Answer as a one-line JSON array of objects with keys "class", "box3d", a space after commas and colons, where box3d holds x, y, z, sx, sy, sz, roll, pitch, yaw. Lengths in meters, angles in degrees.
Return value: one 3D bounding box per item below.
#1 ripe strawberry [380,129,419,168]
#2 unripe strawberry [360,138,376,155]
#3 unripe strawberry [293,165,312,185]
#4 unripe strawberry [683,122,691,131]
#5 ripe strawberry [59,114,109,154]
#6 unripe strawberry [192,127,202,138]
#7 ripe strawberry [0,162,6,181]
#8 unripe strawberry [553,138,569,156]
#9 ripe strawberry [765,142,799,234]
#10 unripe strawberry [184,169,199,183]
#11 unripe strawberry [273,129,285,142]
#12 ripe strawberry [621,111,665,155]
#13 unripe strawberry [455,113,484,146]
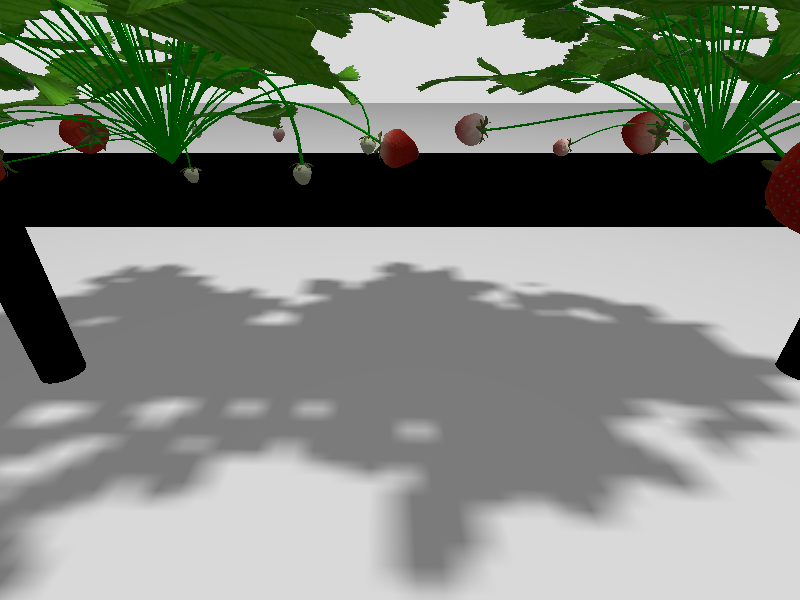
[{"class": "ripe strawberry", "box3d": [0.000, -0.117, 0.311, 0.030, 0.029, 0.027, 11, 28, 1]}, {"class": "unripe strawberry", "box3d": [-0.031, -0.148, 0.385, 0.015, 0.015, 0.014, -10, 29, -18]}, {"class": "unripe strawberry", "box3d": [-0.054, -0.070, 0.223, 0.010, 0.011, 0.011, 22, 35, 36]}, {"class": "unripe strawberry", "box3d": [0.357, -0.216, 0.497, 0.010, 0.011, 0.011, 13, 30, 24]}, {"class": "ripe strawberry", "box3d": [-0.297, -0.155, 0.375, 0.035, 0.034, 0.038, 13, 30, 24]}, {"class": "unripe strawberry", "box3d": [-0.244, -0.202, 0.482, 0.012, 0.012, 0.012, -8, 29, -15]}, {"class": "ripe strawberry", "box3d": [-0.270, -0.087, 0.258, 0.020, 0.023, 0.022, 24, 37, 38]}, {"class": "unripe strawberry", "box3d": [0.146, -0.139, 0.364, 0.014, 0.015, 0.013, -5, 24, 22]}, {"class": "ripe strawberry", "box3d": [0.166, -0.043, 0.153, 0.036, 0.041, 0.040, 13, 31, 23]}, {"class": "unripe strawberry", "box3d": [-0.134, -0.080, 0.258, 0.009, 0.010, 0.010, -17, 32, -30]}, {"class": "unripe strawberry", "box3d": [-0.144, -0.196, 0.477, 0.014, 0.015, 0.015, 7, 28, 14]}, {"class": "ripe strawberry", "box3d": [0.233, -0.162, 0.388, 0.037, 0.039, 0.040, -10, 29, -19]}, {"class": "unripe strawberry", "box3d": [0.076, -0.185, 0.434, 0.031, 0.032, 0.029, 16, 32, 29]}]
